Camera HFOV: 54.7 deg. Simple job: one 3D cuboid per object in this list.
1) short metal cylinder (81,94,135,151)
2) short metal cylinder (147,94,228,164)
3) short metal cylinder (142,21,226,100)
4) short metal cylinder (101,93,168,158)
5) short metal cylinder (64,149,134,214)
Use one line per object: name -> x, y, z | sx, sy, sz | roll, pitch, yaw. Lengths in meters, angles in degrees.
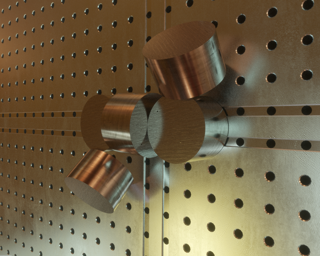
short metal cylinder -> -0.069, -0.007, 0.447 | 0.080, 0.050, 0.079 | 0, 90, 39
short metal cylinder -> 0.032, 0.000, 0.364 | 0.080, 0.050, 0.079 | 0, 90, 39
short metal cylinder -> 0.027, -0.075, 0.341 | 0.080, 0.080, 0.050 | 11, 139, 39
short metal cylinder -> -0.028, -0.005, 0.394 | 0.050, 0.081, 0.079 | 6, 94, 39
short metal cylinder -> -0.084, 0.075, 0.433 | 0.080, 0.050, 0.080 | 23, 146, 17
